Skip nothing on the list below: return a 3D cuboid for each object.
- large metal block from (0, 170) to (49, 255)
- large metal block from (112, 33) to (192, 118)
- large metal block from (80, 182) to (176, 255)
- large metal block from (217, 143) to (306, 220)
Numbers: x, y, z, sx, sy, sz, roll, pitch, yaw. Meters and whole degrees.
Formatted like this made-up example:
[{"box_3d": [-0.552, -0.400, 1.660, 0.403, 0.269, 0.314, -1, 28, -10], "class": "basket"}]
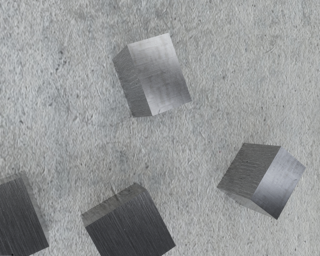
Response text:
[{"box_3d": [-0.173, 0.101, 0.332, 0.081, 0.050, 0.080, -21, 97, -19], "class": "large metal block"}, {"box_3d": [-0.013, -0.059, 0.375, 0.050, 0.080, 0.080, -22, 98, -19], "class": "large metal block"}, {"box_3d": [-0.040, 0.126, 0.381, 0.080, 0.050, 0.080, -29, 100, -18], "class": "large metal block"}, {"box_3d": [0.138, 0.070, 0.430, 0.050, 0.080, 0.080, 38, 78, -16], "class": "large metal block"}]
